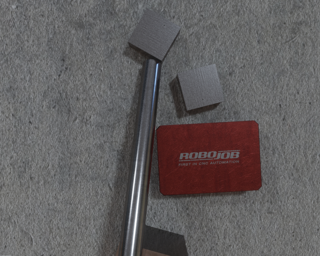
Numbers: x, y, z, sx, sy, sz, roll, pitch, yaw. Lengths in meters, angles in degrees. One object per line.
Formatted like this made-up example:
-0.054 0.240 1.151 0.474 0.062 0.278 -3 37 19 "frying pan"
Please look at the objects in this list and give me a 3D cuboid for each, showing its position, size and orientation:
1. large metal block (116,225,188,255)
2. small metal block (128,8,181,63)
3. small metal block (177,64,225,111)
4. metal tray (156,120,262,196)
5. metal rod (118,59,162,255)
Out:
-0.013 0.160 0.382 0.080 0.080 0.050 16 90 -1 "large metal block"
-0.007 -0.120 0.410 0.050 0.025 0.050 30 90 -1 "small metal block"
0.053 -0.053 0.411 0.050 0.025 0.050 -14 90 -1 "small metal block"
0.063 0.038 0.408 0.131 0.030 0.089 -3 90 -1 "metal tray"
-0.024 0.054 0.358 0.025 0.025 0.299 6 69 0 "metal rod"
